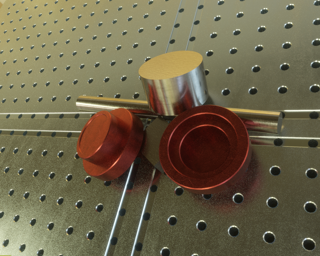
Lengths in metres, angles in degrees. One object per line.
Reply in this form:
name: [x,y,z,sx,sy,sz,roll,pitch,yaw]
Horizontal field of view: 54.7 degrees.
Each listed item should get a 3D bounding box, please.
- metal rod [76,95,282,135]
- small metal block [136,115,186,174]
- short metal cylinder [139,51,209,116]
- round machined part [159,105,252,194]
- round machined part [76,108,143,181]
metal rod: [0.003,-0.022,0.415,0.300,0.025,0.025,8,66,31]
small metal block: [0.001,0.020,0.390,0.050,0.025,0.050,-45,51,-3]
short metal cylinder: [0.018,-0.059,0.395,0.080,0.050,0.080,-11,34,7]
round machined part: [0.052,0.026,0.346,0.098,0.042,0.098,-11,60,19]
round machined part: [-0.071,0.016,0.403,0.098,0.042,0.098,-28,45,33]
